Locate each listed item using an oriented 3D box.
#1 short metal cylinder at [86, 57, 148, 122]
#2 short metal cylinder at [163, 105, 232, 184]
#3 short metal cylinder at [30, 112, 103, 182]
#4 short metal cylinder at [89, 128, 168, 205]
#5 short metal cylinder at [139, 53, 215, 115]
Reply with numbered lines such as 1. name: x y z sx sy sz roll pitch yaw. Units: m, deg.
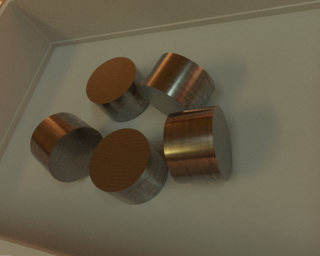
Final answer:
1. short metal cylinder: -0.059 -0.056 0.451 0.080 0.050 0.080 -13 56 20
2. short metal cylinder: 0.043 0.019 0.333 0.050 0.080 0.080 -9 58 23
3. short metal cylinder: -0.123 0.025 0.415 0.050 0.080 0.080 30 78 37
4. short metal cylinder: -0.038 0.047 0.377 0.080 0.050 0.080 -13 56 20
5. short metal cylinder: 0.021 -0.048 0.387 0.080 0.080 0.050 24 75 36
